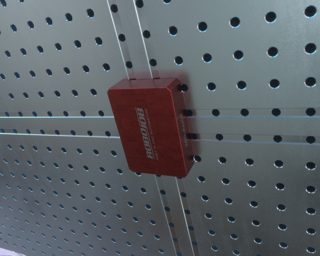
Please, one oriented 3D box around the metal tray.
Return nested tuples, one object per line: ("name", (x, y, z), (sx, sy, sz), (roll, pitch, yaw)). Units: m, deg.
("metal tray", (-0.010, 0.001, 0.412), (0.090, 0.030, 0.129), (2, 120, 27))
